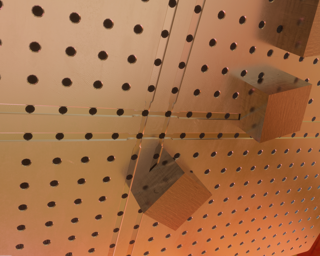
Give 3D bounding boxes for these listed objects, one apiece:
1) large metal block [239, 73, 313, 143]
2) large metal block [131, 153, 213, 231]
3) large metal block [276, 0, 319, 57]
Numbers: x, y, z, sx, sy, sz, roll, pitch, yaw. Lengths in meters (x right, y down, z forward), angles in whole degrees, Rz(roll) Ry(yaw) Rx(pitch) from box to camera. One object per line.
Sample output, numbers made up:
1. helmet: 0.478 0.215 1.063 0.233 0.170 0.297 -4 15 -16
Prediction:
1. large metal block: 0.174 -0.032 0.473 0.081 0.050 0.079 -14 125 -21
2. large metal block: 0.018 0.098 0.467 0.080 0.050 0.080 -45 130 3
3. large metal block: 0.218 -0.147 0.426 0.081 0.050 0.079 -12 124 -23
